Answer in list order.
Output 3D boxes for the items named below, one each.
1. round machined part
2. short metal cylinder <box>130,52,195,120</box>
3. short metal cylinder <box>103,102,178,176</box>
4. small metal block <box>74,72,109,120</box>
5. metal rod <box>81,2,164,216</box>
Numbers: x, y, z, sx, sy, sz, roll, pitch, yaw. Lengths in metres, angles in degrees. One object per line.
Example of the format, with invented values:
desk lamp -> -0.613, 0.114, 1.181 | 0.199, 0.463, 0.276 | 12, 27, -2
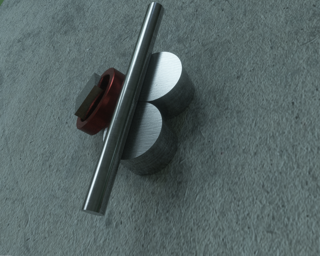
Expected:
round machined part -> -0.074, -0.032, 0.437 | 0.098, 0.042, 0.098 | -42, 31, 33
short metal cylinder -> 0.001, -0.057, 0.424 | 0.080, 0.050, 0.080 | -13, 56, 21
short metal cylinder -> -0.024, 0.014, 0.393 | 0.080, 0.050, 0.080 | -13, 55, 20
small metal block -> -0.093, -0.042, 0.428 | 0.050, 0.025, 0.050 | -51, 27, 16
metal rod -> -0.038, -0.043, 0.388 | 0.025, 0.025, 0.300 | -1, 61, 28
